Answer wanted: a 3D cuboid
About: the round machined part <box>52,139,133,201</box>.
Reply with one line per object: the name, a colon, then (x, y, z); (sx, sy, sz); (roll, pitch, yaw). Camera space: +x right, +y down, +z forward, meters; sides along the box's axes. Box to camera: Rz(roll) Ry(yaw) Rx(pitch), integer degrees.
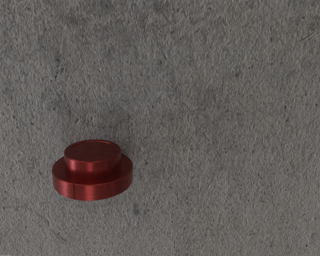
round machined part: (-0.083, 0.046, 0.387); (0.099, 0.098, 0.042); (2, 110, -1)
